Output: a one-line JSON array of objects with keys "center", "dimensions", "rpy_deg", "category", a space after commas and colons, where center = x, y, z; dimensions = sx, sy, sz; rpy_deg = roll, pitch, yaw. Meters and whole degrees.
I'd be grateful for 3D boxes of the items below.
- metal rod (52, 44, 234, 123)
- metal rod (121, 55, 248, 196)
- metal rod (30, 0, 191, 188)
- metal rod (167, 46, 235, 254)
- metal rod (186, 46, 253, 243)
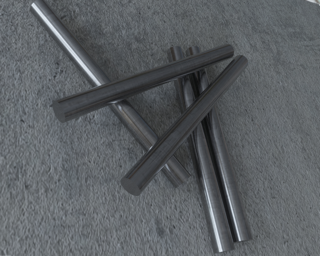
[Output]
[{"center": [0.002, -0.071, 0.414], "dimensions": [0.302, 0.025, 0.025], "rpy_deg": [-27, 77, -37], "category": "metal rod"}, {"center": [0.051, -0.024, 0.411], "dimensions": [0.025, 0.025, 0.301], "rpy_deg": [43, 51, 1], "category": "metal rod"}, {"center": [-0.067, -0.048, 0.396], "dimensions": [0.025, 0.025, 0.300], "rpy_deg": [-34, 81, -38], "category": "metal rod"}, {"center": [0.049, 0.011, 0.423], "dimensions": [0.025, 0.025, 0.299], "rpy_deg": [3, 60, -27], "category": "metal rod"}, {"center": [0.077, 0.005, 0.441], "dimensions": [0.025, 0.025, 0.299], "rpy_deg": [5, 60, -26], "category": "metal rod"}]
